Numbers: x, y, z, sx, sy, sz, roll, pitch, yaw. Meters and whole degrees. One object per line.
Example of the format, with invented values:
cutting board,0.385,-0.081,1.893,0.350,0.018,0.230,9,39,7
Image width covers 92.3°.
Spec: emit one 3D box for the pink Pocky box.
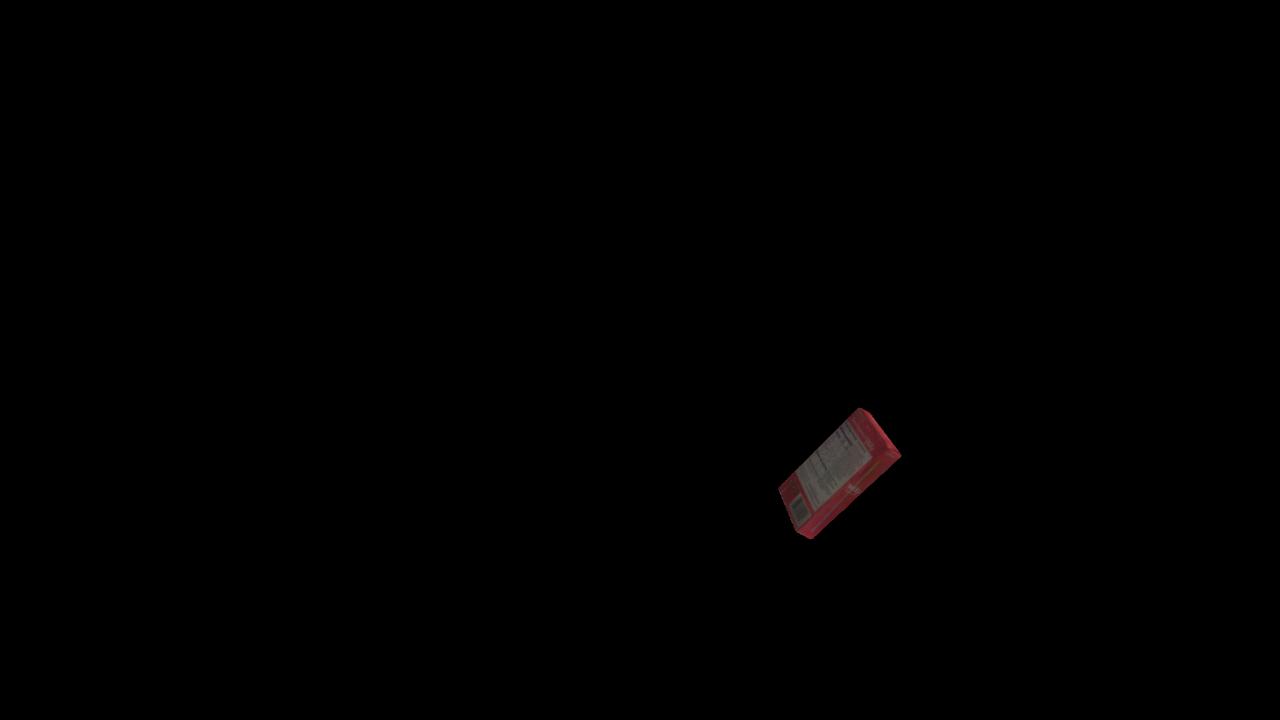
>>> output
pink Pocky box,0.240,0.139,0.753,0.029,0.155,0.084,31,21,-20
